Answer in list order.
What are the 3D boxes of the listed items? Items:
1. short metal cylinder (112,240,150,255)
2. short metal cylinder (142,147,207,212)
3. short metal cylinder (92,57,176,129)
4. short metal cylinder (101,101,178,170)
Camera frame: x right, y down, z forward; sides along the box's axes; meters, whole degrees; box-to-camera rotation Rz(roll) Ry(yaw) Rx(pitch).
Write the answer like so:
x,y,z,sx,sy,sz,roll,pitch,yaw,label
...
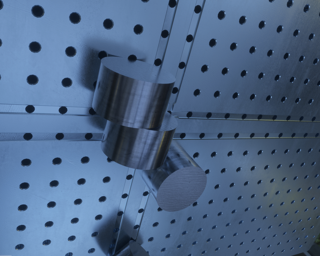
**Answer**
x,y,z,sx,sy,sz,roll,pitch,yaw,label
-0.043,0.230,0.496,0.050,0.080,0.080,-40,130,-1,short metal cylinder
0.021,0.075,0.455,0.081,0.050,0.079,-14,124,-21,short metal cylinder
-0.029,-0.040,0.336,0.081,0.080,0.050,2,117,-30,short metal cylinder
-0.025,0.006,0.367,0.081,0.080,0.050,3,117,-31,short metal cylinder
